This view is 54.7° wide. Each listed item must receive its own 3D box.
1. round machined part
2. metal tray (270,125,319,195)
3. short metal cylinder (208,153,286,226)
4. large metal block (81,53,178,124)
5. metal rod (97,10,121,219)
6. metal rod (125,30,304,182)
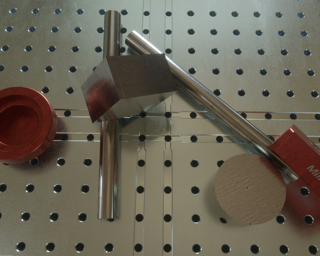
[{"bbox_3d":[-0.182,-0.001,0.401,0.099,0.042,0.098,0,70,-1],"label":"round machined part"},{"bbox_3d":[0.191,0.054,0.359,0.130,0.090,0.030,48,111,15],"label":"metal tray"},{"bbox_3d":[0.102,0.076,0.372,0.081,0.050,0.080,0,70,0],"label":"short metal cylinder"},{"bbox_3d":[-0.039,-0.048,0.380,0.081,0.080,0.050,-13,80,-37],"label":"large metal block"},{"bbox_3d":[-0.067,-0.031,0.422,0.025,0.025,0.299,-2,70,-1],"label":"metal rod"},{"bbox_3d":[0.067,-0.037,0.426,0.300,0.025,0.025,41,75,13],"label":"metal rod"}]
